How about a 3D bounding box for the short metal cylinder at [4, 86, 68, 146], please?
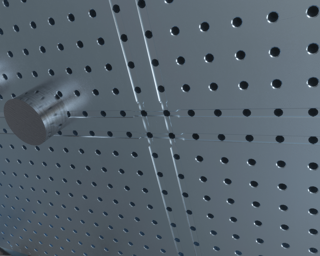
[{"bbox_3d":[-0.193,-0.019,0.485,0.080,0.050,0.079,13,124,21],"label":"short metal cylinder"}]
